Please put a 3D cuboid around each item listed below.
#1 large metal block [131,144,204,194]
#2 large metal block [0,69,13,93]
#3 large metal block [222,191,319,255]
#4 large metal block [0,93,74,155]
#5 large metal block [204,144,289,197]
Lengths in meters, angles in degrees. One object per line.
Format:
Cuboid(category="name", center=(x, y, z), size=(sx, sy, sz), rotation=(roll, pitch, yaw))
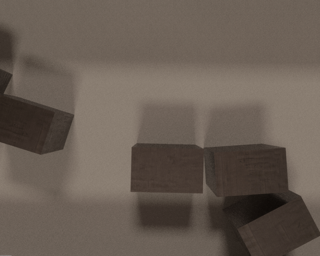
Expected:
Cuboid(category="large metal block", center=(0.008, 0.047, 0.384), size=(0.081, 0.080, 0.050), rotation=(1, 90, -1))
Cuboid(category="large metal block", center=(-0.240, -0.047, 0.381), size=(0.050, 0.080, 0.080), rotation=(25, 90, -1))
Cuboid(category="large metal block", center=(0.133, 0.116, 0.386), size=(0.080, 0.080, 0.050), rotation=(-27, 90, 0))
Cuboid(category="large metal block", center=(-0.163, -0.006, 0.382), size=(0.080, 0.080, 0.050), rotation=(18, 90, -1))
Cuboid(category="large metal block", center=(0.102, 0.049, 0.385), size=(0.081, 0.080, 0.050), rotation=(-4, 90, -1))
